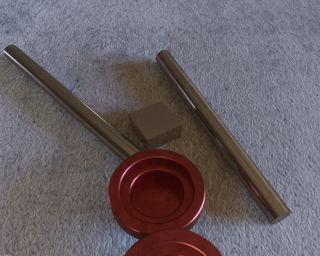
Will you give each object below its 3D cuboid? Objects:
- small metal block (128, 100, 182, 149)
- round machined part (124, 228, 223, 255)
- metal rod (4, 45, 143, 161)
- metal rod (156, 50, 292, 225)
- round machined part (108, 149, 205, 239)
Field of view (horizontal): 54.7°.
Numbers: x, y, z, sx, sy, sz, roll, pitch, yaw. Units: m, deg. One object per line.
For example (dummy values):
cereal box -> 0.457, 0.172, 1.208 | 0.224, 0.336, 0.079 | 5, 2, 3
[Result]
small metal block -> -0.006, -0.003, 0.406 | 0.050, 0.025, 0.050 | -24, 54, -19
round machined part -> 0.011, 0.138, 0.264 | 0.099, 0.042, 0.098 | 0, 70, 0
metal rod -> -0.135, -0.044, 0.438 | 0.300, 0.025, 0.025 | 37, 59, 27
metal rod -> 0.066, -0.010, 0.412 | 0.025, 0.025, 0.300 | -19, 53, -15
round machined part -> -0.003, 0.074, 0.330 | 0.099, 0.042, 0.098 | 0, 50, 0
